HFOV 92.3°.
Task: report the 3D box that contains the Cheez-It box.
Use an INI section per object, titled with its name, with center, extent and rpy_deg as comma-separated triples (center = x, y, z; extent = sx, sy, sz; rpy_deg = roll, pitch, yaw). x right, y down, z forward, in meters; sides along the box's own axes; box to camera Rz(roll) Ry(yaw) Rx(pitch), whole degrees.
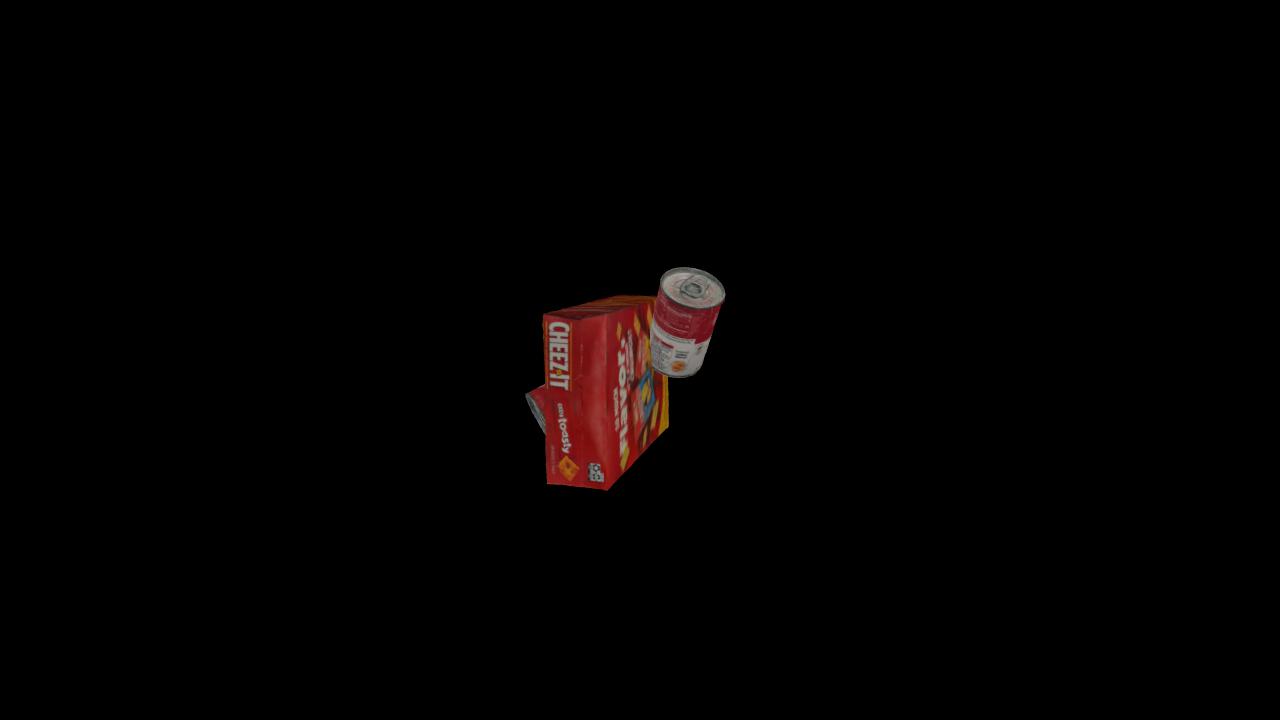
[Cheez-It box]
center = -0.027, 0.021, 0.653
extent = 0.071, 0.166, 0.223
rpy_deg = 2, 11, 16

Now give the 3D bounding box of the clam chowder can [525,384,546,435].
[clam chowder can]
center = -0.062, 0.042, 0.664
extent = 0.102, 0.068, 0.068
rpy_deg = -29, 9, -16

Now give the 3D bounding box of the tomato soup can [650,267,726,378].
[tomato soup can]
center = 0.045, -0.037, 0.650
extent = 0.068, 0.101, 0.068
rpy_deg = 7, 43, -6
